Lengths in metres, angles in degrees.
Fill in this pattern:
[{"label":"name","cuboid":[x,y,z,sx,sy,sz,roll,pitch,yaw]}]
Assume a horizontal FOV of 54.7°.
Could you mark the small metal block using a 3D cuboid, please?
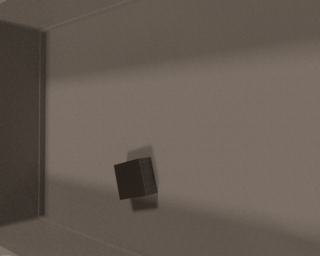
[{"label":"small metal block","cuboid":[-0.034,0.071,0.433,0.050,0.025,0.050,-19,78,38]}]
